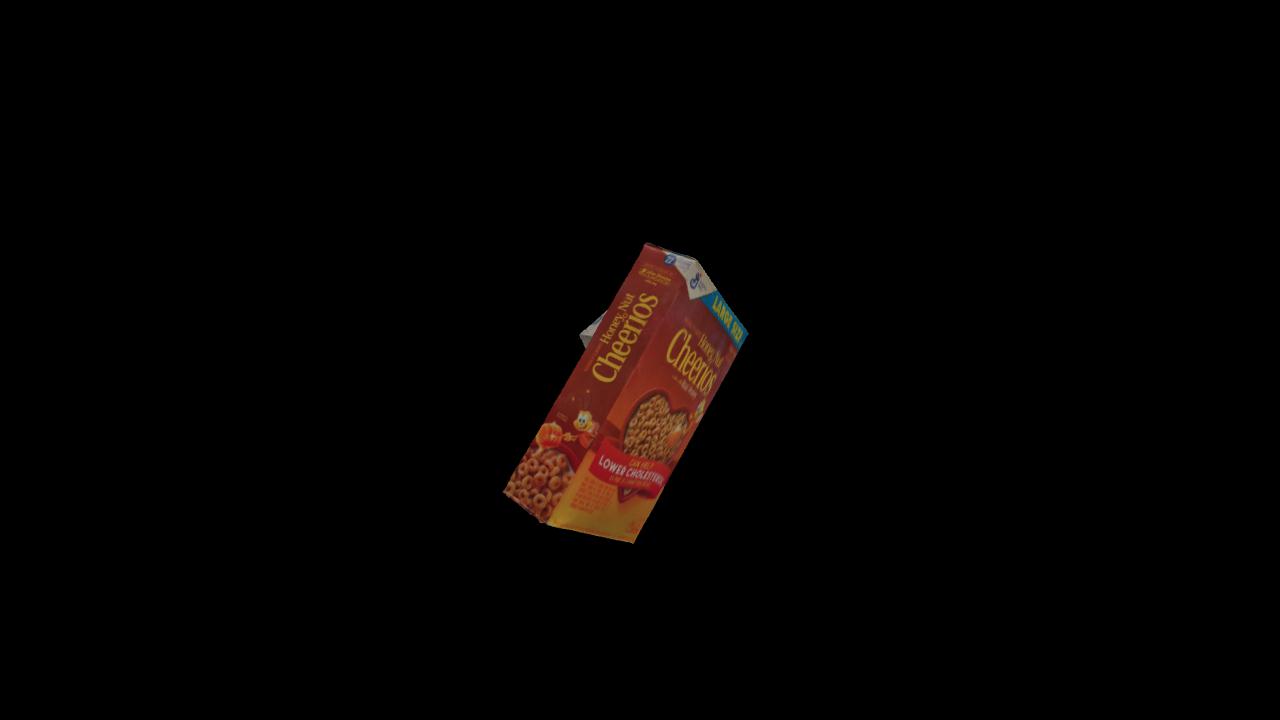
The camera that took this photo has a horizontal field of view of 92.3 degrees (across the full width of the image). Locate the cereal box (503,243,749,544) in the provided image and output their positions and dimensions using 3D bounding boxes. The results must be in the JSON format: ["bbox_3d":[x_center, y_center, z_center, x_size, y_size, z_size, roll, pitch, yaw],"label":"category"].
[{"bbox_3d":[0.001,0.049,0.699,0.081,0.306,0.203,26,-8,31],"label":"cereal box"}]

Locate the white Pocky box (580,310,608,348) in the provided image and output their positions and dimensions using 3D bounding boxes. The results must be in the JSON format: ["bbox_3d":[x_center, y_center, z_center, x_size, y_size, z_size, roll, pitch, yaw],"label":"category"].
[{"bbox_3d":[-0.009,0.008,0.726,0.028,0.154,0.084,13,46,42],"label":"white Pocky box"}]
